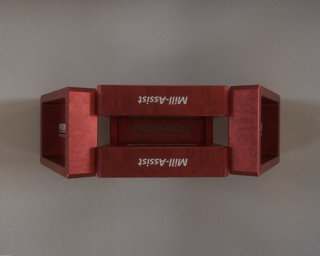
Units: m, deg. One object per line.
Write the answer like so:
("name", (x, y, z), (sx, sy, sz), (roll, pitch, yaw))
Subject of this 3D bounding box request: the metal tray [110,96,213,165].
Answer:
("metal tray", (0.002, 0.003, 0.407), (0.131, 0.030, 0.089), (0, 90, -1))

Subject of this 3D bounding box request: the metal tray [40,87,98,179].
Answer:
("metal tray", (-0.110, 0.003, 0.358), (0.030, 0.130, 0.089), (0, 91, -32))

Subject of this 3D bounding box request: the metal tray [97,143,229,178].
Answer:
("metal tray", (0.003, 0.034, 0.347), (0.131, 0.090, 0.030), (0, 90, -1))

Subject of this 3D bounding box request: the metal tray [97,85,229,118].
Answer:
("metal tray", (0.003, -0.027, 0.347), (0.131, 0.090, 0.030), (0, 90, 0))

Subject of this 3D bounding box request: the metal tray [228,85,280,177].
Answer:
("metal tray", (0.113, 0.002, 0.359), (0.030, 0.131, 0.089), (1, 91, 30))
